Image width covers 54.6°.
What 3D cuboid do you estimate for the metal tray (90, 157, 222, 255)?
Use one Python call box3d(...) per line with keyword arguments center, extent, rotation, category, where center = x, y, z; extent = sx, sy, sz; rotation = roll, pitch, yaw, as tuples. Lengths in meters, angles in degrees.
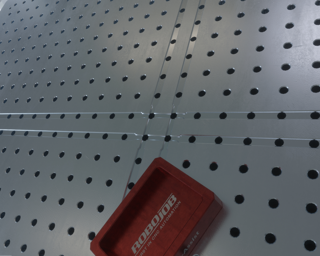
box3d(center=(-0.006, 0.107, 0.342), extent=(0.090, 0.030, 0.130), rotation=(31, 78, 38), category="metal tray")
